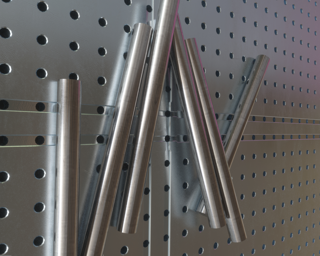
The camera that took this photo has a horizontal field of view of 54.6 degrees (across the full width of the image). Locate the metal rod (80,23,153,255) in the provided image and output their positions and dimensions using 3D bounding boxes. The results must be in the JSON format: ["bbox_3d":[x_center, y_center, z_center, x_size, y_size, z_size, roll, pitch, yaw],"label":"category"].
[{"bbox_3d":[-0.051,0.019,0.365,0.025,0.025,0.299,19,78,-38],"label":"metal rod"}]

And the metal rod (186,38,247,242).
[{"bbox_3d":[0.077,0.020,0.450,0.025,0.025,0.299,-18,95,-38],"label":"metal rod"}]

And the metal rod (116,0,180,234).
[{"bbox_3d":[-0.013,-0.023,0.384,0.025,0.025,0.299,14,85,-39],"label":"metal rod"}]

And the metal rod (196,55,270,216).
[{"bbox_3d":[0.127,0.002,0.513,0.025,0.025,0.300,39,66,-33],"label":"metal rod"}]

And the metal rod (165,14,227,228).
[{"bbox_3d":[0.048,-0.007,0.430,0.025,0.025,0.299,-17,96,-39],"label":"metal rod"}]

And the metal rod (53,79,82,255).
[{"bbox_3d":[-0.098,0.099,0.325,0.025,0.025,0.298,2,89,-40],"label":"metal rod"}]
